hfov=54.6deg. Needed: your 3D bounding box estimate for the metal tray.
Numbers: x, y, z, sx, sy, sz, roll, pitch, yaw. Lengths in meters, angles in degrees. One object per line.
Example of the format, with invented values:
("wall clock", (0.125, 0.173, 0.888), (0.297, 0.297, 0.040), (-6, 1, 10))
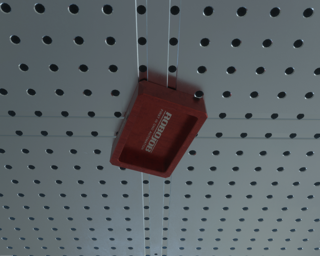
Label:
("metal tray", (-0.006, 0.007, 0.414), (0.091, 0.030, 0.129), (16, 129, -14))
